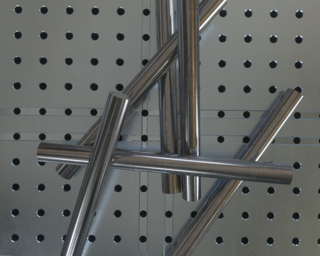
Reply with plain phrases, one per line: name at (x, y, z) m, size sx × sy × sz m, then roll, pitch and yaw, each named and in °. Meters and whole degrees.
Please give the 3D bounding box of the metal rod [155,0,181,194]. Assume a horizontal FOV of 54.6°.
metal rod at (0.010, -0.064, 0.413) m, size 0.025 × 0.025 × 0.298 m, roll -2°, pitch 90°, yaw 0°

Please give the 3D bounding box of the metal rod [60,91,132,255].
metal rod at (-0.091, 0.100, 0.372) m, size 0.025 × 0.025 × 0.298 m, roll 20°, pitch 106°, yaw 0°

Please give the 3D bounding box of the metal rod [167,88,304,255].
metal rod at (0.093, 0.076, 0.413) m, size 0.025 × 0.025 × 0.299 m, roll 36°, pitch 90°, yaw 0°

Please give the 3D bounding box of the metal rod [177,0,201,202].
metal rod at (0.036, -0.051, 0.373) m, size 0.025 × 0.025 × 0.298 m, roll -3°, pitch 106°, yaw 0°

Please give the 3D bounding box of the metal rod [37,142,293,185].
metal rod at (0.003, 0.042, 0.376) m, size 0.301 × 0.025 × 0.025 m, roll 5°, pitch 90°, yaw 3°

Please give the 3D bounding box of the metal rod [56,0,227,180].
metal rod at (-0.028, -0.050, 0.394) m, size 0.025 × 0.025 × 0.299 m, roll 42°, pitch 97°, yaw 0°
